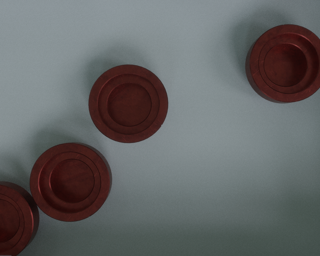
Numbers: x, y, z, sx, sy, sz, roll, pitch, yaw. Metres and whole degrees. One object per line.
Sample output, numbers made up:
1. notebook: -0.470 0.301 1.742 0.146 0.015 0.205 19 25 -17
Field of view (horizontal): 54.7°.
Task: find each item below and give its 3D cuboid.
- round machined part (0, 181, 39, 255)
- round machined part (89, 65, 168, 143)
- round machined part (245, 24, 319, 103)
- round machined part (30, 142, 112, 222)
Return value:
1. round machined part: -0.205 0.117 0.400 0.099 0.042 0.097 0 90 -1
2. round machined part: -0.039 -0.030 0.402 0.099 0.042 0.097 0 90 -1
3. round machined part: 0.160 -0.081 0.405 0.099 0.042 0.097 0 90 -1
4. round machined part: -0.111 0.067 0.402 0.099 0.042 0.097 0 90 -1
